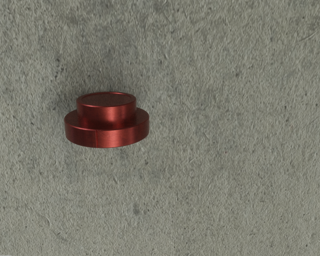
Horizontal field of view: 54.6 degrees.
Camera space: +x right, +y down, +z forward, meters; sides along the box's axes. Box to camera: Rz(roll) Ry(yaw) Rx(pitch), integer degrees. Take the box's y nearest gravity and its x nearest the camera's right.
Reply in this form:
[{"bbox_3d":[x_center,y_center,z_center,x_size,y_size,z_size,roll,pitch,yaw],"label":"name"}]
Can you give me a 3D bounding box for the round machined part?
[{"bbox_3d":[-0.062,-0.015,0.365,0.099,0.098,0.042,1,110,0],"label":"round machined part"}]
